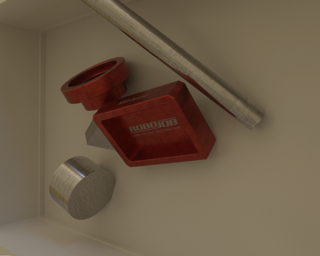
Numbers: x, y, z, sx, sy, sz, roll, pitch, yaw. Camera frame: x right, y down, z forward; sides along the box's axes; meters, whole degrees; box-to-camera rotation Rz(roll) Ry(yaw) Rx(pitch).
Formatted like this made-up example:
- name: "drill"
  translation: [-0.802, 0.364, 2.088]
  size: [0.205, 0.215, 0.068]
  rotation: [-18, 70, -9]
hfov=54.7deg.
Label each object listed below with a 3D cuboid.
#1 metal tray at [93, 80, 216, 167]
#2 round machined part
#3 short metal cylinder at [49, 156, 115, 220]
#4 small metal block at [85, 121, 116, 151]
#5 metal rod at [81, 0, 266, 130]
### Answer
- name: "metal tray"
  translation: [-0.010, 0.001, 0.377]
  size: [0.130, 0.030, 0.090]
  rotation: [-12, 122, 39]
- name: "round machined part"
  translation: [-0.086, -0.059, 0.440]
  size: [0.098, 0.098, 0.042]
  rotation: [-3, 124, 39]
- name: "short metal cylinder"
  translation: [-0.116, 0.089, 0.464]
  size: [0.050, 0.081, 0.079]
  rotation: [26, 107, 36]
- name: "small metal block"
  translation: [-0.072, 0.003, 0.444]
  size: [0.050, 0.050, 0.025]
  rotation: [-55, 38, 26]
- name: "metal rod"
  translation: [-0.015, -0.100, 0.335]
  size: [0.300, 0.025, 0.025]
  rotation: [38, 116, 4]
